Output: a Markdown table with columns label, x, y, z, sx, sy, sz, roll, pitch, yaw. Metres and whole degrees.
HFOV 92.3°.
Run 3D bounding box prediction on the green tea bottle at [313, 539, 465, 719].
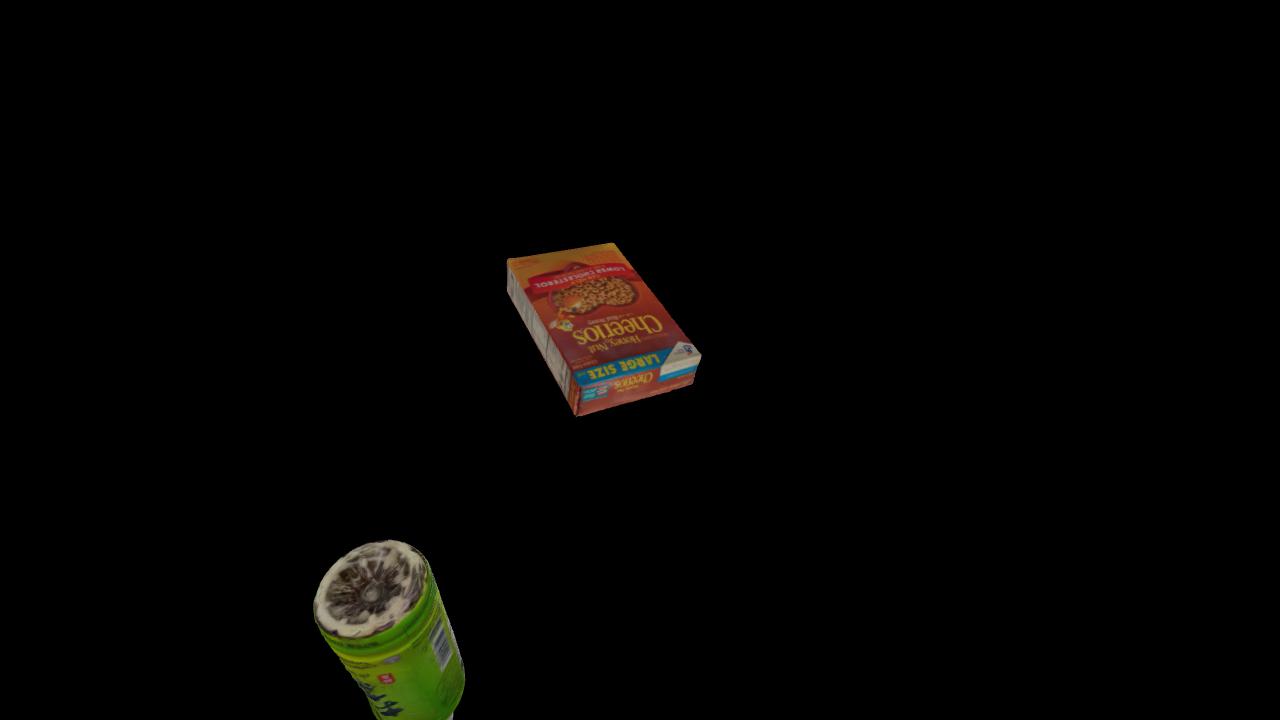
| label | x | y | z | sx | sy | sz | roll | pitch | yaw |
| --- | --- | --- | --- | --- | --- | --- | --- | --- | --- |
| green tea bottle | -0.166 | 0.217 | 0.441 | 0.073 | 0.212 | 0.073 | 0 | 39 | 0 |

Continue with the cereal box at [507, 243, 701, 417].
| label | x | y | z | sx | sy | sz | roll | pitch | yaw |
| --- | --- | --- | --- | --- | --- | --- | --- | --- | --- |
| cereal box | -0.067 | -0.062 | 0.978 | 0.203 | 0.081 | 0.306 | -14 | 49 | -26 |
